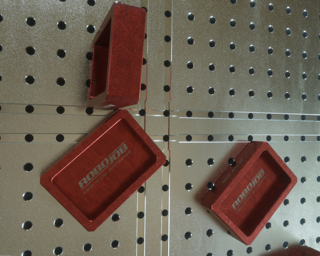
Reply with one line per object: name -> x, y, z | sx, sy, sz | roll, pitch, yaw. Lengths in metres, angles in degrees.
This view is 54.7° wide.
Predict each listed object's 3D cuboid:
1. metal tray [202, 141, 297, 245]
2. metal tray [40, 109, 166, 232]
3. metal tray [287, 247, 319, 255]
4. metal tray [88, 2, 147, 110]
metal tray -> 0.136, 0.094, 0.461 | 0.130, 0.030, 0.090 | -47, 105, -14
metal tray -> -0.068, 0.049, 0.385 | 0.130, 0.030, 0.090 | -43, 104, -15
metal tray -> 0.229, 0.270, 0.497 | 0.091, 0.030, 0.129 | -10, 94, -20
metal tray -> -0.052, -0.068, 0.338 | 0.030, 0.130, 0.089 | 5, 89, -20
